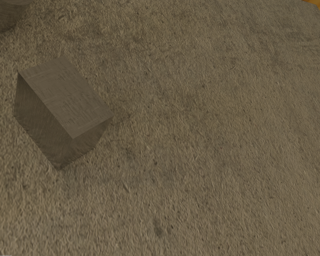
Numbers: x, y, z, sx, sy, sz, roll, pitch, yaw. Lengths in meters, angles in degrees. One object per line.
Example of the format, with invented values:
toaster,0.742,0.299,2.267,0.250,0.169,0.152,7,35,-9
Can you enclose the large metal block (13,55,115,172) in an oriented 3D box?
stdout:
large metal block,-0.103,-0.013,0.322,0.080,0.080,0.050,50,51,6

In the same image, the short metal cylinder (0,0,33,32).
short metal cylinder,-0.198,-0.162,0.364,0.080,0.050,0.080,33,41,-34
